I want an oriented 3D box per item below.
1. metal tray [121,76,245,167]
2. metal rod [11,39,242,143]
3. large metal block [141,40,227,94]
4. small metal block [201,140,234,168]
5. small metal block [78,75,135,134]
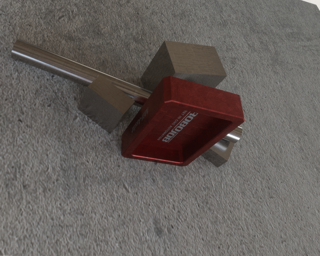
[{"bbox_3d":[0.019,0.001,0.350,0.091,0.129,0.030,12,57,-22],"label":"metal tray"},{"bbox_3d":[-0.033,-0.043,0.397,0.302,0.025,0.025,20,54,-10],"label":"metal rod"},{"bbox_3d":[0.030,-0.071,0.430,0.081,0.080,0.050,-2,63,-30],"label":"large metal block"},{"bbox_3d":[0.075,0.019,0.437,0.050,0.025,0.050,36,51,-5],"label":"small metal block"},{"bbox_3d":[-0.065,-0.027,0.371,0.050,0.050,0.025,38,51,-3],"label":"small metal block"}]
